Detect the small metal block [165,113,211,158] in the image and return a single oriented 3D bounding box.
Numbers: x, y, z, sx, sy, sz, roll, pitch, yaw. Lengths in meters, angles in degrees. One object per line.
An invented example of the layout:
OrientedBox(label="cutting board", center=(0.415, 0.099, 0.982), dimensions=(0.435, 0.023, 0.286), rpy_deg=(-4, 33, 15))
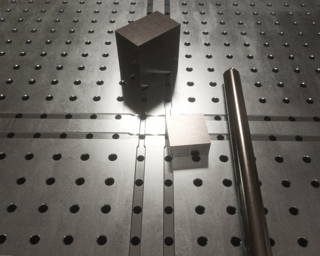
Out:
OrientedBox(label="small metal block", center=(0.035, 0.009, 0.401), dimensions=(0.050, 0.025, 0.050), rpy_deg=(-4, 50, -4))

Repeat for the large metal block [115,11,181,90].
OrientedBox(label="large metal block", center=(-0.017, -0.118, 0.471), dimensions=(0.080, 0.080, 0.050), rpy_deg=(-35, 59, -26))

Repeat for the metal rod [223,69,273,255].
OrientedBox(label="metal rod", center=(0.103, 0.033, 0.380), dimensions=(0.025, 0.025, 0.300), rpy_deg=(2, 50, 1))
